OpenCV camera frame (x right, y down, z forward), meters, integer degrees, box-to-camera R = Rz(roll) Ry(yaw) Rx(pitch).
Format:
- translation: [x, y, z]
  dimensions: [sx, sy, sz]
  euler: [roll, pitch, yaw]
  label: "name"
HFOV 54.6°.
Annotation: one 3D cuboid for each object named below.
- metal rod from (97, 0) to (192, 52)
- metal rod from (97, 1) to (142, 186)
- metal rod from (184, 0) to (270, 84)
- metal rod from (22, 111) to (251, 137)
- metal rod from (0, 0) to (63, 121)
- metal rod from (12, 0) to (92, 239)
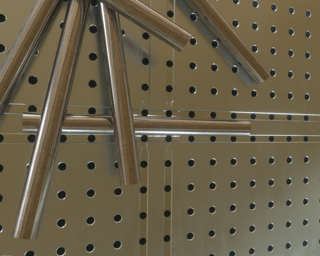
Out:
- translation: [-0.098, -0.176, 0.346]
  dimensions: [0.301, 0.025, 0.025]
  euler: [30, 80, -9]
  label: "metal rod"
- translation: [-0.054, -0.082, 0.374]
  dimensions: [0.025, 0.025, 0.299]
  euler: [-6, 86, -20]
  label: "metal rod"
- translation: [0.052, -0.176, 0.431]
  dimensions: [0.300, 0.025, 0.025]
  euler: [44, 76, -15]
  label: "metal rod"
- translation: [-0.014, -0.003, 0.406]
  dimensions: [0.302, 0.025, 0.025]
  euler: [1, 90, -20]
  label: "metal rod"
- translation: [-0.169, -0.058, 0.349]
  dimensions: [0.025, 0.025, 0.299]
  euler: [26, 81, -18]
  label: "metal rod"
- translation: [-0.114, -0.034, 0.346]
  dimensions: [0.025, 0.025, 0.299]
  euler: [13, 77, -20]
  label: "metal rod"
